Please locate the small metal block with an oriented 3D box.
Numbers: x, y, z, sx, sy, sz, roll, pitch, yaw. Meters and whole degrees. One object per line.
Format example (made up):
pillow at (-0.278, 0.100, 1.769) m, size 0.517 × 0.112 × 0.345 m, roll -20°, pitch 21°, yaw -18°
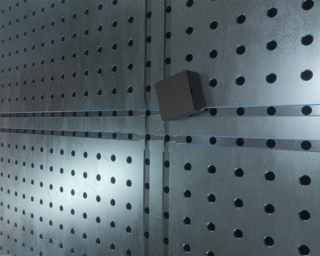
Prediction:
small metal block at (0.024, -0.039, 0.388) m, size 0.050 × 0.025 × 0.050 m, roll -18°, pitch 79°, yaw 38°
